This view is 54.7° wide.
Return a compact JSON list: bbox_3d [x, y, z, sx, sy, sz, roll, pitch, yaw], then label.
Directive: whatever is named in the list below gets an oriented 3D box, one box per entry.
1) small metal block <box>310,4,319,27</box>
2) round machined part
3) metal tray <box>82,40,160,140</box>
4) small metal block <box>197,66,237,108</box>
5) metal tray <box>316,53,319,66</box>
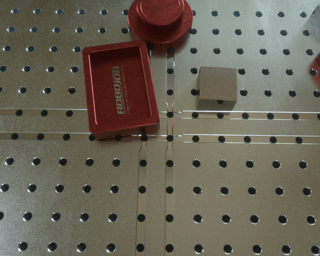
[{"bbox_3d":[0.273,-0.172,0.476,0.050,0.025,0.050,-26,72,-9],"label":"small metal block"},{"bbox_3d":[0.001,-0.169,0.464,0.099,0.042,0.098,0,70,0],"label":"round machined part"},{"bbox_3d":[-0.055,-0.055,0.428,0.091,0.030,0.130,-9,70,-4],"label":"metal tray"},{"bbox_3d":[0.080,-0.057,0.433,0.050,0.025,0.050,4,70,1],"label":"small metal block"},{"bbox_3d":[0.297,-0.070,0.437,0.091,0.030,0.130,-20,71,-7],"label":"metal tray"}]
